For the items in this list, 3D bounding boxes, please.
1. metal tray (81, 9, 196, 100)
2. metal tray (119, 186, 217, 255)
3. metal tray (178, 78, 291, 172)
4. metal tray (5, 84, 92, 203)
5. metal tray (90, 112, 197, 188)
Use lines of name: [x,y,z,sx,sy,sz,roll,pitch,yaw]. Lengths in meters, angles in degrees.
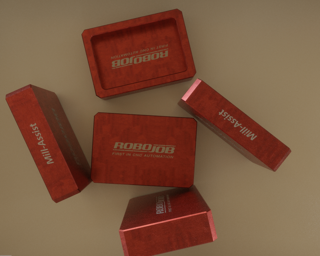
metal tray: [-0.027,-0.095,0.407,0.131,0.030,0.089,-13,90,-1]
metal tray: [0.007,0.101,0.356,0.091,0.130,0.030,-12,91,-1]
metal tray: [0.084,-0.004,0.377,0.130,0.090,0.030,38,91,-1]
metal tray: [-0.127,0.017,0.375,0.030,0.090,0.129,-25,91,-1]
metal tray: [-0.020,0.028,0.406,0.131,0.030,0.089,3,90,-1]
